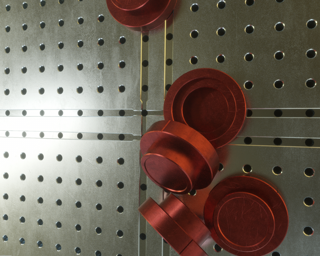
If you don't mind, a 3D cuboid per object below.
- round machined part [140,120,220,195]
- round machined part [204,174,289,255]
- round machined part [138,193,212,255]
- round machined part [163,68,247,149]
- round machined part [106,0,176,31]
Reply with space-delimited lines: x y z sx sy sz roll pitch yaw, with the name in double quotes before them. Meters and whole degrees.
"round machined part" 0.017 0.041 0.368 0.098 0.042 0.097 23 142 20
"round machined part" 0.100 0.106 0.368 0.098 0.042 0.097 0 90 19
"round machined part" 0.023 0.117 0.370 0.098 0.098 0.042 43 79 14
"round machined part" 0.057 -0.022 0.383 0.098 0.042 0.097 0 90 19
"round machined part" -0.030 -0.184 0.413 0.098 0.042 0.097 0 90 19
